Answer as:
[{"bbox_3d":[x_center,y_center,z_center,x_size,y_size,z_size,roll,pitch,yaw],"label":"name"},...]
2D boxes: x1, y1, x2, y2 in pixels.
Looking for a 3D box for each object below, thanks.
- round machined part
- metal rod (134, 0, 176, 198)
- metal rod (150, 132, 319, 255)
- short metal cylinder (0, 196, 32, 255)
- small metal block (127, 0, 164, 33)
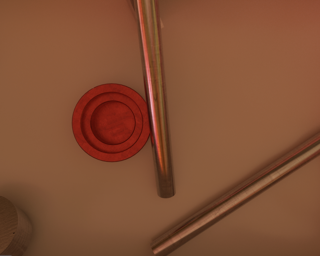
[{"bbox_3d":[-0.060,-0.007,0.402,0.099,0.042,0.097,0,90,-1],"label":"round machined part"},{"bbox_3d":[-0.005,-0.049,0.352,0.025,0.025,0.298,-6,114,0],"label":"metal rod"},{"bbox_3d":[0.120,0.082,0.413,0.301,0.025,0.025,-33,90,-1],"label":"metal rod"},{"bbox_3d":[-0.206,0.128,0.379,0.081,0.050,0.080,1,58,-1],"label":"short metal cylinder"},{"bbox_3d":[-0.021,-0.148,0.391,0.025,0.050,0.050,-26,115,0],"label":"small metal block"}]
